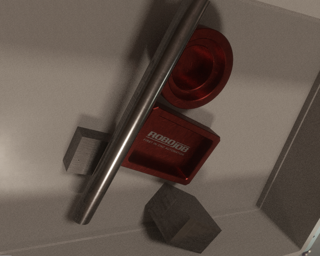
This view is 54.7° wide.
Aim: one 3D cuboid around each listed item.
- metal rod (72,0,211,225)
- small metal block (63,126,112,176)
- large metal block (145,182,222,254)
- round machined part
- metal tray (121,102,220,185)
[{"bbox_3d":[-0.032,-0.004,0.346,0.025,0.025,0.298,14,116,-35],"label":"metal rod"},{"bbox_3d":[-0.085,0.030,0.382,0.050,0.025,0.050,16,110,-35],"label":"small metal block"},{"bbox_3d":[0.035,0.140,0.481,0.080,0.080,0.050,33,100,-39],"label":"large metal block"},{"bbox_3d":[0.035,-0.075,0.372,0.099,0.042,0.097,-14,125,-21],"label":"round machined part"},{"bbox_3d":[0.012,0.023,0.428,0.131,0.030,0.090,24,105,-37],"label":"metal tray"}]
